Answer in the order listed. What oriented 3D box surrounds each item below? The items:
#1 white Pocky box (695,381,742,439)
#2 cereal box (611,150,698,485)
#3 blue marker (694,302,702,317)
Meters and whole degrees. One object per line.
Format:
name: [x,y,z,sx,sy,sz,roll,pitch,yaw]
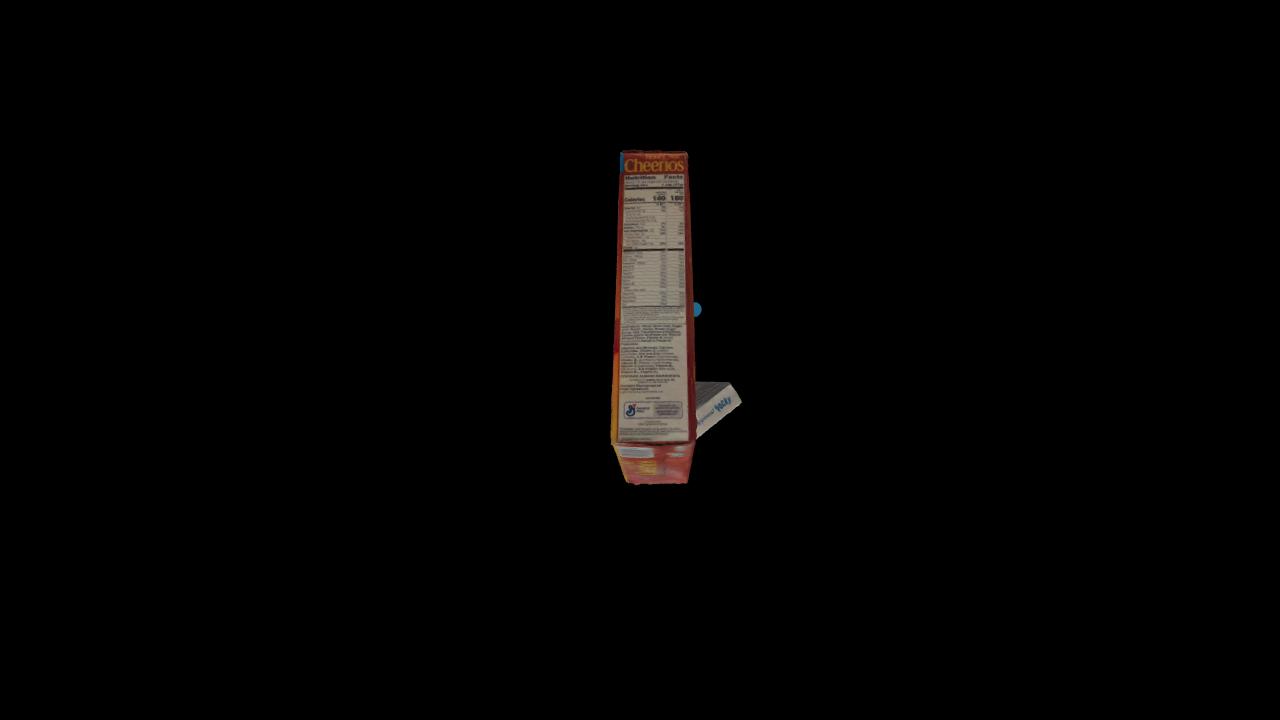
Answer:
white Pocky box: [0.038,0.056,0.663,0.084,0.028,0.154,-36,10,-18]
cereal box: [0.016,-0.036,0.655,0.081,0.306,0.203,-1,-20,3]
blue marker: [0.046,-0.055,0.738,0.020,0.020,0.121,0,10,27]
